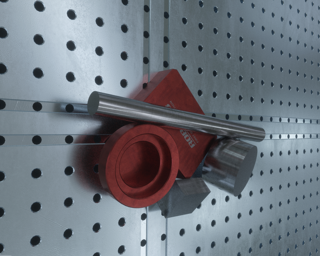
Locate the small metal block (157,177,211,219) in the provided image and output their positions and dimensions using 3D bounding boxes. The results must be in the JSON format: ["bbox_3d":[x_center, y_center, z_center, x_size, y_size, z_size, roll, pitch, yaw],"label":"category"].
[{"bbox_3d":[0.032,0.094,0.421,0.050,0.025,0.050,3,131,-41],"label":"small metal block"}]

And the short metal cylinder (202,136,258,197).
[{"bbox_3d":[0.105,0.055,0.464,0.081,0.050,0.079,-36,137,-43],"label":"short metal cylinder"}]

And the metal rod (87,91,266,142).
[{"bbox_3d":[0.047,-0.007,0.410,0.302,0.025,0.025,9,84,-40],"label":"metal rod"}]

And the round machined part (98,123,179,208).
[{"bbox_3d":[-0.028,0.042,0.370,0.099,0.042,0.097,-5,99,-34],"label":"round machined part"}]

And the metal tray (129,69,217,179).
[{"bbox_3d":[0.020,-0.004,0.426,0.090,0.030,0.130,-51,120,-28],"label":"metal tray"}]
